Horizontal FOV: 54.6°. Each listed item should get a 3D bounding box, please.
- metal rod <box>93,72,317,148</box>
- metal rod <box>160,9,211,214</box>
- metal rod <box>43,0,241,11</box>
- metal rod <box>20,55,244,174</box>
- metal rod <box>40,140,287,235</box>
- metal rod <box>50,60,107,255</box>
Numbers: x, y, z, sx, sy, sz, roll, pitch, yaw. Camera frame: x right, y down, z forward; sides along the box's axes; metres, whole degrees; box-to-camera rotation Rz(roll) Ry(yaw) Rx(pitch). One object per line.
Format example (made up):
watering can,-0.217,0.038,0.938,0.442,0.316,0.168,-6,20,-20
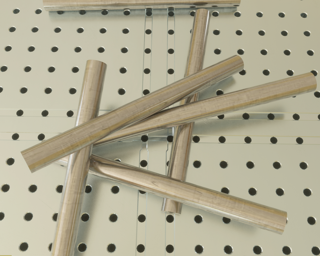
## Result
metal rod,0.045,-0.021,0.391,0.301,0.025,0.025,-14,71,0
metal rod,0.039,-0.036,0.425,0.025,0.025,0.299,10,70,3
metal rod,-0.027,-0.199,0.484,0.302,0.025,0.025,-2,70,-1
metal rod,-0.013,-0.028,0.375,0.302,0.025,0.025,-27,72,-24
metal rod,-0.010,0.064,0.365,0.301,0.025,0.025,15,71,14
metal rod,-0.098,0.068,0.356,0.025,0.025,0.299,8,81,3
